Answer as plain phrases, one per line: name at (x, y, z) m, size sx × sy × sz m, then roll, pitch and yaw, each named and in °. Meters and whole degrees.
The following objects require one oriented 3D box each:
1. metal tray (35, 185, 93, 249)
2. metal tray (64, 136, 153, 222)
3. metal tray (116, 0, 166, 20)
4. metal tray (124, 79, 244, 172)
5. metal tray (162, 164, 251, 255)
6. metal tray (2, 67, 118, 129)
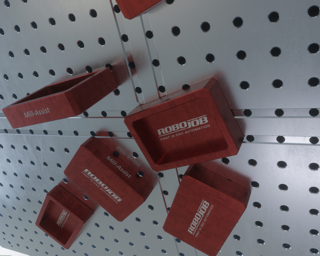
metal tray at (-0.196, 0.182, 0.624) m, size 0.090 × 0.030 × 0.129 m, roll 37°, pitch 129°, yaw 3°
metal tray at (-0.087, 0.086, 0.508) m, size 0.130 × 0.030 × 0.090 m, roll 41°, pitch 129°, yaw 0°
metal tray at (-0.001, -0.176, 0.300) m, size 0.130 × 0.030 × 0.090 m, roll -18°, pitch 109°, yaw 35°
metal tray at (0.027, 0.002, 0.394) m, size 0.130 × 0.030 × 0.090 m, roll -18°, pitch 109°, yaw 35°
metal tray at (0.063, 0.122, 0.451) m, size 0.090 × 0.030 × 0.129 m, roll 25°, pitch 128°, yaw 12°
metal tray at (-0.133, -0.040, 0.415) m, size 0.130 × 0.090 × 0.030 m, roll -8°, pitch 114°, yaw 32°
